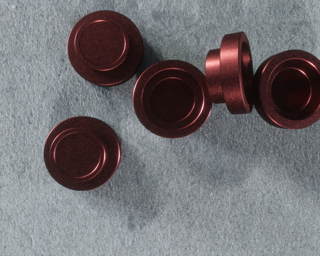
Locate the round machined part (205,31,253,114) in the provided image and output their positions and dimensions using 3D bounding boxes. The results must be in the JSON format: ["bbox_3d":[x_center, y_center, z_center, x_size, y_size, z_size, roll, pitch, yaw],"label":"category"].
[{"bbox_3d":[0.086,-0.065,0.380,0.042,0.098,0.097,-3,90,26],"label":"round machined part"}]

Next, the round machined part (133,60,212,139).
[{"bbox_3d":[0.016,-0.036,0.402,0.099,0.042,0.097,0,90,-1],"label":"round machined part"}]

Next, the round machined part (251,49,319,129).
[{"bbox_3d":[0.162,-0.048,0.398,0.099,0.042,0.097,0,92,-11],"label":"round machined part"}]

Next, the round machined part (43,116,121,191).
[{"bbox_3d":[-0.102,0.033,0.400,0.099,0.042,0.097,0,90,-1],"label":"round machined part"}]

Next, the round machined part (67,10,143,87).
[{"bbox_3d":[-0.071,-0.104,0.401,0.099,0.042,0.097,0,90,-1],"label":"round machined part"}]
